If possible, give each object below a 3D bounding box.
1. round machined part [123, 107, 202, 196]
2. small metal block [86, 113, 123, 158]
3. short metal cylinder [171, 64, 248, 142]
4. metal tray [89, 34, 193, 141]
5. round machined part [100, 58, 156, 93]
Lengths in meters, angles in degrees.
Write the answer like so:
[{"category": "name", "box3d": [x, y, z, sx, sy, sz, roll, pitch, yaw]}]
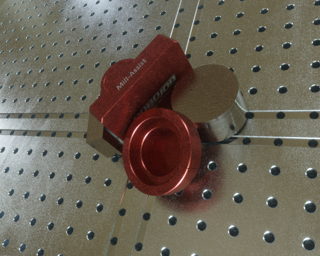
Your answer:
[{"category": "round machined part", "box3d": [0.006, 0.028, 0.357, 0.098, 0.042, 0.097, -7, 79, 38]}, {"category": "small metal block", "box3d": [-0.073, 0.006, 0.421, 0.025, 0.050, 0.050, -14, 56, 20]}, {"category": "short metal cylinder", "box3d": [0.060, -0.029, 0.373, 0.080, 0.050, 0.080, -13, 56, 21]}, {"category": "metal tray", "box3d": [-0.014, -0.041, 0.394, 0.130, 0.090, 0.030, -48, 51, -6]}, {"category": "round machined part", "box3d": [-0.047, -0.063, 0.455, 0.098, 0.042, 0.098, -13, 56, 21]}]
